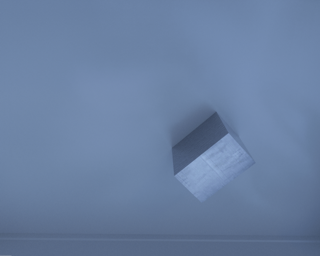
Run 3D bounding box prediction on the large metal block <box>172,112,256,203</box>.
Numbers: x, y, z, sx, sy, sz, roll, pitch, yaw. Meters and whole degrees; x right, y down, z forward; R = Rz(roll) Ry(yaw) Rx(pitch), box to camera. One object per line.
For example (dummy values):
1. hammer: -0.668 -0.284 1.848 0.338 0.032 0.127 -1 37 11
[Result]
1. large metal block: 0.063 0.034 0.395 0.080 0.080 0.050 -40 105 13
